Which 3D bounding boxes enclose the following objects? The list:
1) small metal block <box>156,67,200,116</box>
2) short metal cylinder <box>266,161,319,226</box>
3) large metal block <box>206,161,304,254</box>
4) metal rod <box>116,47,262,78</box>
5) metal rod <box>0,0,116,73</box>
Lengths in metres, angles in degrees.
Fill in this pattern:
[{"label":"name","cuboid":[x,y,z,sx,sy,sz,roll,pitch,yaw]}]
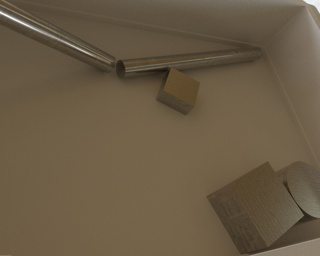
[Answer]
[{"label":"small metal block","cuboid":[0.027,-0.054,0.455,0.050,0.025,0.050,26,52,-12]},{"label":"short metal cylinder","cuboid":[0.193,0.094,0.439,0.081,0.050,0.080,14,56,-21]},{"label":"large metal block","cuboid":[0.121,0.100,0.396,0.081,0.050,0.080,-20,72,-36]},{"label":"metal rod","cuboid":[0.066,-0.112,0.509,0.303,0.025,0.025,-15,70,-35]},{"label":"metal rod","cuboid":[-0.155,-0.114,0.304,0.301,0.025,0.025,17,50,-54]}]
